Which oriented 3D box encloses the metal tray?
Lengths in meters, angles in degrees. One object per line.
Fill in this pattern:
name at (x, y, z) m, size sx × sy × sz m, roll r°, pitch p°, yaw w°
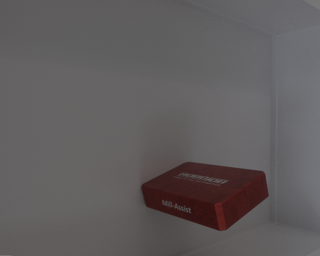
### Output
metal tray at (0.051, 0.076, 0.380) m, size 0.091 × 0.130 × 0.030 m, roll -21°, pitch 104°, yaw -38°
